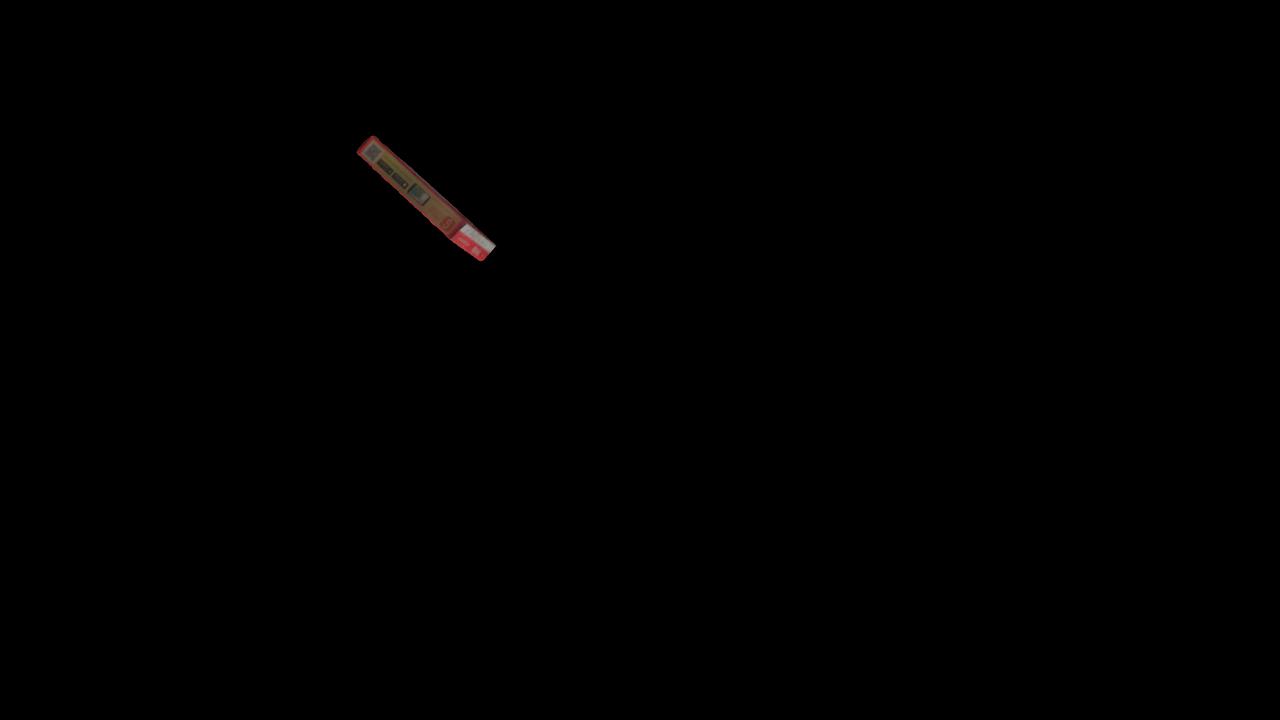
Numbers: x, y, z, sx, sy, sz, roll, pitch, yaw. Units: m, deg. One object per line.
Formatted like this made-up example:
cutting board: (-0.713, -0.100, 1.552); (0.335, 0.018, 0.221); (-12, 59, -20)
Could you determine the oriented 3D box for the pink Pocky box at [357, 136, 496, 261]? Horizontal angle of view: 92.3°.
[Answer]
pink Pocky box: (-0.235, -0.177, 0.682); (0.155, 0.029, 0.084); (42, 0, 11)
